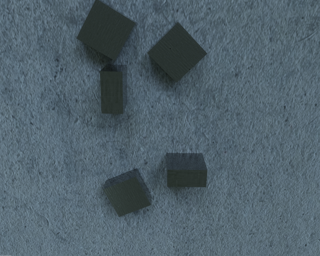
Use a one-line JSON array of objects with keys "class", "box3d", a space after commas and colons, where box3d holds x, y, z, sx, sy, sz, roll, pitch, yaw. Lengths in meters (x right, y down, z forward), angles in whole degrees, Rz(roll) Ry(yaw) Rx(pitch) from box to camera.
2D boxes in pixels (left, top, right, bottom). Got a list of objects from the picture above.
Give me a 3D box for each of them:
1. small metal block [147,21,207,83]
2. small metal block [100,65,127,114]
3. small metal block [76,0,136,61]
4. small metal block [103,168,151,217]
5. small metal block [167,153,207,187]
[{"class": "small metal block", "box3d": [0.020, -0.092, 0.376, 0.050, 0.025, 0.050, -43, 105, 14]}, {"class": "small metal block", "box3d": [-0.055, -0.049, 0.378, 0.025, 0.050, 0.050, 1, 110, -1]}, {"class": "small metal block", "box3d": [-0.062, -0.116, 0.366, 0.050, 0.025, 0.050, 29, 107, -11]}, {"class": "small metal block", "box3d": [-0.046, 0.092, 0.443, 0.050, 0.025, 0.050, -22, 109, 8]}, {"class": "small metal block", "box3d": [0.034, 0.056, 0.417, 0.050, 0.050, 0.025, 1, 110, -1]}]
